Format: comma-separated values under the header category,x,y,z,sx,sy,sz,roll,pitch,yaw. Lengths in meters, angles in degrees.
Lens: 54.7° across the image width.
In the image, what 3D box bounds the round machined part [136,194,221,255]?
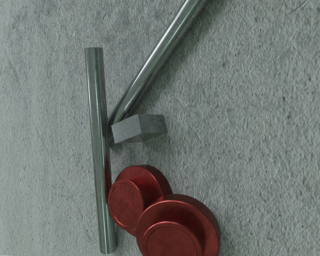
category,x,y,z,sx,sy,sz,roll,pitch,yaw
round machined part,0.018,0.130,0.355,0.098,0.042,0.097,3,101,16

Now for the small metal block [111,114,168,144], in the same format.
category,x,y,z,sx,sy,sz,roll,pitch,yaw
small metal block,-0.027,0.001,0.411,0.050,0.050,0.025,-21,77,38

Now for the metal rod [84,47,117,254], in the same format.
category,x,y,z,sx,sy,sz,roll,pitch,yaw
metal rod,-0.085,0.038,0.448,0.025,0.025,0.298,5,101,40

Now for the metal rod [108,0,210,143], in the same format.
category,x,y,z,sx,sy,sz,roll,pitch,yaw
metal rod,-0.011,-0.080,0.414,0.298,0.025,0.025,-52,60,27

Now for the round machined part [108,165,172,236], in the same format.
category,x,y,z,sx,sy,sz,roll,pitch,yaw
round machined part,-0.033,0.100,0.421,0.098,0.042,0.097,0,90,40
